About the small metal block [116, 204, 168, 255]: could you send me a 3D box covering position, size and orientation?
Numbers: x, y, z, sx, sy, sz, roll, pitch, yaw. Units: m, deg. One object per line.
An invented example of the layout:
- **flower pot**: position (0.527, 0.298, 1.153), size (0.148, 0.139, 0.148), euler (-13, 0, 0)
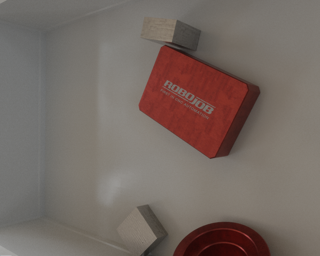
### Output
- **small metal block**: position (-0.025, 0.142, 0.422), size (0.050, 0.025, 0.050), euler (-51, 60, 21)

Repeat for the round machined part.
- **round machined part**: position (0.064, 0.146, 0.314), size (0.098, 0.099, 0.042), euler (2, 121, 39)

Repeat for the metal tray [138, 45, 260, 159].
- **metal tray**: position (0.040, -0.034, 0.369), size (0.130, 0.030, 0.089), euler (35, 111, 34)

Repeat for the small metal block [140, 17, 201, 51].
- **small metal block**: position (0.013, -0.115, 0.378), size (0.050, 0.050, 0.025), euler (21, 103, 38)
